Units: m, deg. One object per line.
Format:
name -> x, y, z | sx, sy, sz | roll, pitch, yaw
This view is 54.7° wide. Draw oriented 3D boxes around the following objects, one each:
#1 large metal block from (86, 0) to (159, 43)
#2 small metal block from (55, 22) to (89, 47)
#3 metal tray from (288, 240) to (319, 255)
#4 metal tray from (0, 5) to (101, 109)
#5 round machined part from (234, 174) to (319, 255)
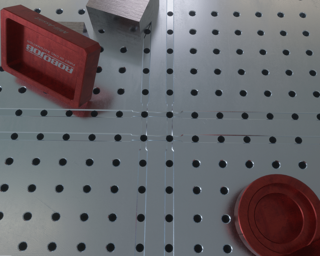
large metal block -> -0.053, -0.185, 0.466 | 0.080, 0.050, 0.080 | 19, 71, 6
small metal block -> -0.129, -0.126, 0.443 | 0.050, 0.050, 0.025 | 1, 70, 0
metal tray -> 0.185, 0.184, 0.319 | 0.091, 0.030, 0.129 | -22, 93, -8
metal tray -> -0.148, -0.093, 0.410 | 0.130, 0.089, 0.030 | 28, 37, 9
round machined part -> 0.136, 0.107, 0.365 | 0.099, 0.042, 0.098 | 0, 70, 0
